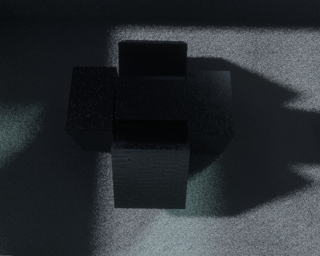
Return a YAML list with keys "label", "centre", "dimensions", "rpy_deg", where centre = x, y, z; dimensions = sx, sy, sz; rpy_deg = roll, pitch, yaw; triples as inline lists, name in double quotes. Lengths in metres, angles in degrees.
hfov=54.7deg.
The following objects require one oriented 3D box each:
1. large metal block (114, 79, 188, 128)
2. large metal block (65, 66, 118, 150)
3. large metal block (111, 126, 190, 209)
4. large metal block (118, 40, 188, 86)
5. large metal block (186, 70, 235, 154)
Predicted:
- label: "large metal block"
  centre: [-0.009, -0.019, 0.386]
  dimensions: [0.080, 0.080, 0.050]
  rpy_deg: [1, 70, 0]
- label: "large metal block"
  centre: [-0.077, -0.021, 0.386]
  dimensions: [0.050, 0.080, 0.080]
  rpy_deg: [1, 70, 0]
- label: "large metal block"
  centre: [-0.011, 0.045, 0.355]
  dimensions: [0.081, 0.079, 0.050]
  rpy_deg: [1, 28, -1]
- label: "large metal block"
  centre: [-0.008, -0.087, 0.404]
  dimensions: [0.080, 0.080, 0.050]
  rpy_deg: [2, 108, 0]
- label: "large metal block"
  centre: [0.056, -0.016, 0.385]
  dimensions: [0.050, 0.080, 0.080]
  rpy_deg: [1, 70, 0]
